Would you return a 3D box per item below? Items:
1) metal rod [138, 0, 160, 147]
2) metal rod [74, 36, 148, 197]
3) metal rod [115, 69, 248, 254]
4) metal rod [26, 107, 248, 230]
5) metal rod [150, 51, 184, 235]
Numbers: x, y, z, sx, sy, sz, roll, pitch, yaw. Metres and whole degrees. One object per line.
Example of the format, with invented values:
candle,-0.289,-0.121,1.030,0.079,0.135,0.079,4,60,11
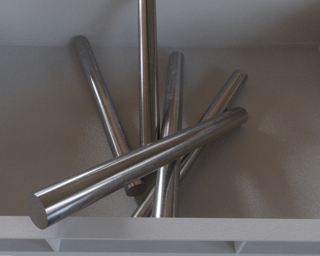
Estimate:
metal rod,-0.016,-0.097,0.405,0.025,0.025,0.299,-1,75,-2
metal rod,-0.080,-0.038,0.435,0.025,0.025,0.300,-16,52,-14
metal rod,0.044,0.019,0.389,0.025,0.025,0.301,25,54,19
metal rod,0.015,0.018,0.310,0.025,0.025,0.302,36,34,26
metal rod,0.015,-0.011,0.391,0.025,0.025,0.300,4,43,3
